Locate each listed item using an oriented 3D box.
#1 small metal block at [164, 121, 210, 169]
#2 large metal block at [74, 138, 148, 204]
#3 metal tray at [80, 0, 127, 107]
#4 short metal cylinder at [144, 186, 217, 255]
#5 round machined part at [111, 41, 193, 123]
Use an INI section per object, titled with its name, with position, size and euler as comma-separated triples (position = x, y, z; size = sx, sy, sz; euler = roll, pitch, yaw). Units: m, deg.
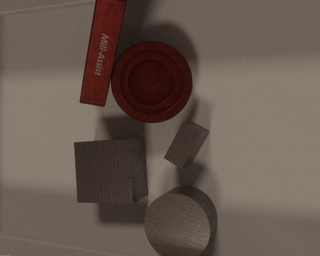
[small metal block]
position = 0.035, 0.020, 0.384
size = 0.025, 0.050, 0.050
euler = 31, 100, 17
[large metal block]
position = -0.065, 0.056, 0.419
size = 0.080, 0.050, 0.079
euler = -4, 89, 19
[metal tray]
position = -0.071, -0.103, 0.379
size = 0.030, 0.090, 0.129
euler = 9, 119, -16
[short metal cylinder]
position = 0.027, 0.116, 0.387
size = 0.080, 0.050, 0.079
euler = 0, 90, 19
[round machined part]
position = -0.012, -0.057, 0.390
size = 0.099, 0.042, 0.097
euler = -1, 97, -10
